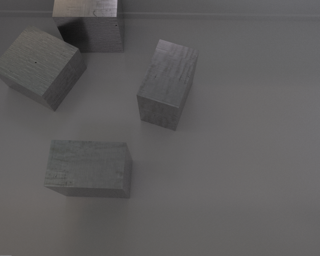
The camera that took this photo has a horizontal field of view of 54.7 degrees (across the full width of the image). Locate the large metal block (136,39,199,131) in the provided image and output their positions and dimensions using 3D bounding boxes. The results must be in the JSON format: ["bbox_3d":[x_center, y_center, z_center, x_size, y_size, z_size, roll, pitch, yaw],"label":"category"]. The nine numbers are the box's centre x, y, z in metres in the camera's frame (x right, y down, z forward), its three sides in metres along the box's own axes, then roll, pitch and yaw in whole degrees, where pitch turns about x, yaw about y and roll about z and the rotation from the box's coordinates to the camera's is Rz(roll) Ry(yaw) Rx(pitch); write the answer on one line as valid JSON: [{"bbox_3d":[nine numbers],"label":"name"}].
[{"bbox_3d":[0.010,-0.052,0.399,0.050,0.080,0.080,18,71,6],"label":"large metal block"}]

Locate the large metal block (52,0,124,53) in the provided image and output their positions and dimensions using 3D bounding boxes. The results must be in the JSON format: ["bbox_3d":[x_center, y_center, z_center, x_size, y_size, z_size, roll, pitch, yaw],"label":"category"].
[{"bbox_3d":[-0.095,-0.149,0.434,0.081,0.080,0.050,0,70,0],"label":"large metal block"}]

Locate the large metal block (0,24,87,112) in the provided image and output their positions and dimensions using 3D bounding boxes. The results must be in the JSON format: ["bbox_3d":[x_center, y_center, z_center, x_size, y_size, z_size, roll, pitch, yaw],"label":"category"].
[{"bbox_3d":[-0.162,-0.082,0.425,0.080,0.050,0.080,28,72,9],"label":"large metal block"}]

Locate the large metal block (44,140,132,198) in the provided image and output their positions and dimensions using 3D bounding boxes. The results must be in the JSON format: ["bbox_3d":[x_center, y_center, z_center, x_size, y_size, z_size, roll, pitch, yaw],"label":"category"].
[{"bbox_3d":[-0.077,0.051,0.361,0.080,0.080,0.050,2,70,1],"label":"large metal block"}]
